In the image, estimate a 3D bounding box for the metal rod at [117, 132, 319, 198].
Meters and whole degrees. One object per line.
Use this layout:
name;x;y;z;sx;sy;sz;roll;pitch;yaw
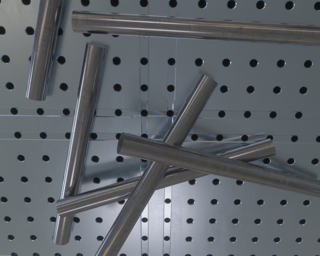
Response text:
metal rod;0.093;0.053;0.399;0.302;0.025;0.025;15;110;-19

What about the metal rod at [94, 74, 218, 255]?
metal rod;-0.013;0.067;0.398;0.025;0.025;0.299;30;92;-10

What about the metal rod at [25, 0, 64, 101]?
metal rod;-0.116;-0.173;0.348;0.025;0.025;0.298;16;109;-6

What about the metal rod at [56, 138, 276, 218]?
metal rod;0.008;0.068;0.424;0.301;0.025;0.025;-16;109;0

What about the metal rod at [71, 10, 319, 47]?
metal rod;0.050;-0.118;0.370;0.302;0.025;0.025;3;110;-1

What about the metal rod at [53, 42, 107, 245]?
metal rod;-0.114;0.035;0.425;0.025;0.025;0.298;14;110;-5
